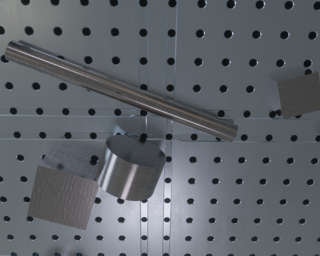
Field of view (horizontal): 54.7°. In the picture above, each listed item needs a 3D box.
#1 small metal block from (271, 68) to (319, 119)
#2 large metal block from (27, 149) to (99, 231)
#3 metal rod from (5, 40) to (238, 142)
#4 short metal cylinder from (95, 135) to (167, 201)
[{"bbox_3d":[0.175,-0.044,0.398,0.050,0.025,0.050,-15,110,5],"label":"small metal block"},{"bbox_3d":[-0.128,0.085,0.430,0.080,0.050,0.079,17,109,-6],"label":"large metal block"},{"bbox_3d":[-0.042,-0.044,0.396,0.302,0.025,0.025,20,109,-8],"label":"metal rod"},{"bbox_3d":[-0.038,0.050,0.402,0.080,0.080,0.050,18,109,-7],"label":"short metal cylinder"}]
